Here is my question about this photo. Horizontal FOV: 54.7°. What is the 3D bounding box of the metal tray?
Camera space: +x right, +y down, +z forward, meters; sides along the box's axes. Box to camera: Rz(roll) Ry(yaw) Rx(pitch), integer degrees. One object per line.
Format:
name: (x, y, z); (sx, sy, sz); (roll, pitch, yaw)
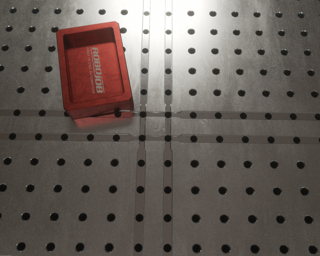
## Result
metal tray: (-0.092, -0.084, 0.438); (0.091, 0.030, 0.129); (-10, 70, -4)
